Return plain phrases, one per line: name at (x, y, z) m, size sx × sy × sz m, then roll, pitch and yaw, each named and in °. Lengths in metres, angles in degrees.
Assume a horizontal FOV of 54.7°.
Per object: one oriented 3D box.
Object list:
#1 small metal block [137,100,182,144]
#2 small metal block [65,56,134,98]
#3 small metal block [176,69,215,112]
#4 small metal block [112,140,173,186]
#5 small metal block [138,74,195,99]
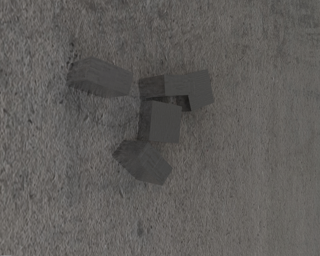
small metal block at (0.000, -0.007, 0.404) m, size 0.050 × 0.025 × 0.050 m, roll 8°, pitch 85°, yaw -40°
small metal block at (-0.065, -0.053, 0.333) m, size 0.050 × 0.050 × 0.025 m, roll 17°, pitch 80°, yaw -39°
small metal block at (0.048, -0.054, 0.444) m, size 0.050 × 0.025 × 0.050 m, roll -22°, pitch 104°, yaw -38°
small metal block at (-0.021, 0.041, 0.370) m, size 0.050 × 0.050 × 0.025 m, roll 49°, pitch 61°, yaw -29°
small metal block at (0.009, -0.052, 0.395) m, size 0.050 × 0.050 × 0.025 m, roll -7°, pitch 95°, yaw -40°
